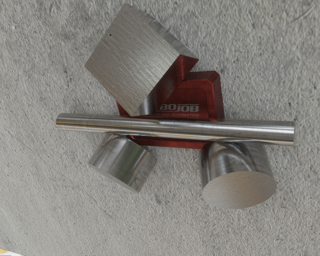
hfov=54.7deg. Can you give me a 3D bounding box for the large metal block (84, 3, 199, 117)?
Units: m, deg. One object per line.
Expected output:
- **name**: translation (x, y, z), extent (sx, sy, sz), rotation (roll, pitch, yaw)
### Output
- **large metal block**: translation (-0.020, -0.070, 0.332), extent (0.080, 0.050, 0.080), rotation (47, 114, 16)

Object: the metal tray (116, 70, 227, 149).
- **metal tray**: translation (0.012, -0.021, 0.386), extent (0.130, 0.030, 0.089), rotation (2, 120, 27)

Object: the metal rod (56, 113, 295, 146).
- **metal rod**: translation (-0.003, -0.002, 0.370), extent (0.300, 0.025, 0.025), rotation (3, 120, 26)

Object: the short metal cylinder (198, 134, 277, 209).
- **short metal cylinder**: translation (0.087, 0.052, 0.357), extent (0.081, 0.050, 0.080), rotation (-1, 137, 0)

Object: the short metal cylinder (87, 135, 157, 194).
- **short metal cylinder**: translation (-0.051, 0.048, 0.425), extent (0.080, 0.050, 0.080), rotation (28, 163, 9)
